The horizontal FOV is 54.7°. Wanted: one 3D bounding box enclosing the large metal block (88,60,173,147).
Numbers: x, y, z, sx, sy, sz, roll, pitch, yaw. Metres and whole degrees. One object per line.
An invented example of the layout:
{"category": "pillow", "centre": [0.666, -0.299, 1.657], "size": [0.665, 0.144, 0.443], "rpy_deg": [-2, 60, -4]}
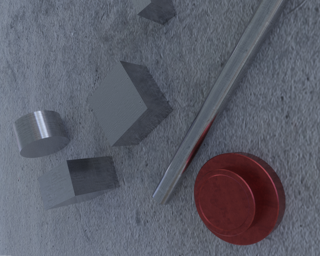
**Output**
{"category": "large metal block", "centre": [-0.042, -0.031, 0.421], "size": [0.080, 0.050, 0.080], "rpy_deg": [-44, 64, 30]}

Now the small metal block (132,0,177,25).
{"category": "small metal block", "centre": [-0.010, -0.166, 0.395], "size": [0.025, 0.050, 0.050], "rpy_deg": [-28, 73, 36]}

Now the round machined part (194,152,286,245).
{"category": "round machined part", "centre": [0.077, 0.075, 0.329], "size": [0.098, 0.042, 0.097], "rpy_deg": [0, 90, 39]}

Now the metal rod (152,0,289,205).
{"category": "metal rod", "centre": [0.066, -0.033, 0.349], "size": [0.025, 0.025, 0.298], "rpy_deg": [41, 114, 32]}

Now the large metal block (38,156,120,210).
{"category": "large metal block", "centre": [-0.122, 0.082, 0.467], "size": [0.080, 0.081, 0.050], "rpy_deg": [-29, 72, 36]}

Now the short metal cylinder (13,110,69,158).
{"category": "short metal cylinder", "centre": [-0.205, 0.012, 0.535], "size": [0.080, 0.081, 0.050], "rpy_deg": [-37, 68, 34]}
